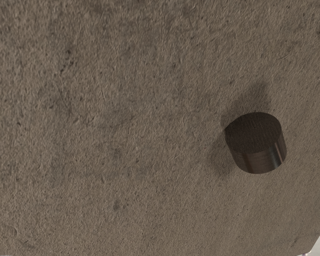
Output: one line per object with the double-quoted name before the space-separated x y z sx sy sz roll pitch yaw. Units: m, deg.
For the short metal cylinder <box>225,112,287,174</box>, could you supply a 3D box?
"short metal cylinder" 0.145 0.022 0.466 0.080 0.080 0.050 -36 129 -5
